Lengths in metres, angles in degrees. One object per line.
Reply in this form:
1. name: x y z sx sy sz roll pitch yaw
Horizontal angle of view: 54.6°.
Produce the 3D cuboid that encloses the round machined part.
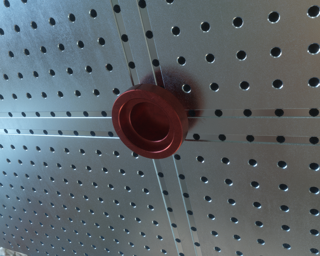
1. round machined part: -0.009 -0.012 0.398 0.098 0.042 0.097 13 124 21
